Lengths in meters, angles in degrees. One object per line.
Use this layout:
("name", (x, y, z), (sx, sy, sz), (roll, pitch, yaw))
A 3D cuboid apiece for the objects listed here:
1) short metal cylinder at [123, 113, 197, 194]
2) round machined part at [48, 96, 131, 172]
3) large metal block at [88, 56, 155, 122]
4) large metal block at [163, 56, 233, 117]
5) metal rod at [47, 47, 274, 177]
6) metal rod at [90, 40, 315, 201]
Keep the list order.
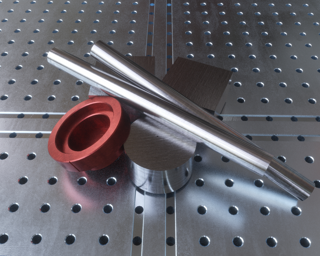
("short metal cylinder", (0.000, 0.029, 0.361), (0.081, 0.050, 0.080), (0, 50, 0))
("round machined part", (-0.078, 0.011, 0.367), (0.098, 0.042, 0.098), (-16, 44, 17))
("large metal block", (-0.048, -0.055, 0.428), (0.081, 0.050, 0.080), (1, 50, 0))
("large metal block", (0.046, -0.045, 0.423), (0.080, 0.050, 0.080), (19, 53, 15))
("metal rod", (-0.016, -0.029, 0.360), (0.300, 0.025, 0.025), (28, 56, 20))
("metal rod", (0.042, -0.014, 0.366), (0.300, 0.025, 0.025), (35, 57, 9))
